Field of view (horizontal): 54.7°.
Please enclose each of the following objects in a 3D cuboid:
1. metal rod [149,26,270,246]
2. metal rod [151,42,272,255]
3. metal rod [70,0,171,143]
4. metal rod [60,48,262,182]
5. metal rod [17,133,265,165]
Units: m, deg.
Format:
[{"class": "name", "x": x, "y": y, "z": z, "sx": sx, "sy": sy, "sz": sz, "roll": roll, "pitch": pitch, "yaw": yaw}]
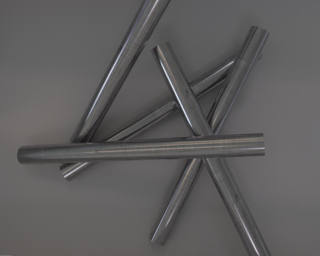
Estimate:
[{"class": "metal rod", "x": 0.060, "y": 0.014, "z": 0.397, "sx": 0.025, "sy": 0.025, "sz": 0.299, "roll": 25, "pitch": 96, "yaw": 0}, {"class": "metal rod", "x": 0.065, "y": 0.038, "z": 0.371, "sx": 0.025, "sy": 0.025, "sz": 0.299, "roll": -26, "pitch": 91, "yaw": 0}, {"class": "metal rod", "x": -0.032, "y": -0.089, "z": 0.346, "sx": 0.025, "sy": 0.025, "sz": 0.298, "roll": 34, "pitch": 116, "yaw": 0}, {"class": "metal rod", "x": 0.002, "y": -0.021, "z": 0.411, "sx": 0.301, "sy": 0.025, "sz": 0.025, "roll": -33, "pitch": 90, "yaw": 0}, {"class": "metal rod", "x": -0.034, "y": 0.027, "z": 0.369, "sx": 0.301, "sy": 0.025, "sz": 0.025, "roll": -4, "pitch": 90, "yaw": 15}]
